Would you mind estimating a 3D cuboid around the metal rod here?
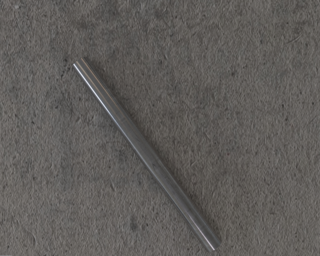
[{"bbox_3d":[-0.017,0.034,0.409,0.025,0.025,0.300,-36,90,0],"label":"metal rod"}]
